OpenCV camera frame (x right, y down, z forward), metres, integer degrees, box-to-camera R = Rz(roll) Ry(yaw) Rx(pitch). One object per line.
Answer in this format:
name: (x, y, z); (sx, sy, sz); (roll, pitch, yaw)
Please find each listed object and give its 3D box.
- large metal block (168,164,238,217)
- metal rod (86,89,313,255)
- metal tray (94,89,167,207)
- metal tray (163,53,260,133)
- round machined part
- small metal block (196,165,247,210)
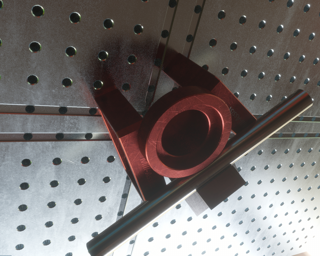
large metal block: (0.056, 0.063, 0.443); (0.080, 0.080, 0.050); (-36, 129, -5)
metal rod: (0.049, 0.050, 0.354); (0.301, 0.025, 0.025); (-35, 129, -5)
metal tray: (-0.031, 0.028, 0.370); (0.030, 0.090, 0.129); (-26, 128, -12)
metal tray: (0.071, -0.032, 0.389); (0.030, 0.090, 0.130); (-49, 129, 7)
round machined part: (0.023, 0.001, 0.325); (0.099, 0.042, 0.097); (-14, 125, -21)
small metal block: (0.070, 0.069, 0.372); (0.050, 0.050, 0.025); (-37, 85, -4)
